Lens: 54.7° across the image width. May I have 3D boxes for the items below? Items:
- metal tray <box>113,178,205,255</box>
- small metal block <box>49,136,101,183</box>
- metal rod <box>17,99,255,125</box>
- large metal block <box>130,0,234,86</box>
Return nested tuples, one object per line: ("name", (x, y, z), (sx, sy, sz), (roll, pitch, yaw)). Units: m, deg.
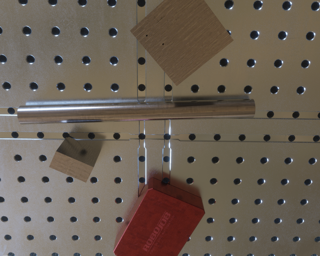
("metal tray", (-0.003, 0.148, 0.466), (0.090, 0.030, 0.129), (25, 108, -9))
("small metal block", (-0.112, 0.041, 0.414), (0.050, 0.050, 0.025), (25, 108, -10))
("metal rod", (-0.030, -0.021, 0.405), (0.302, 0.025, 0.025), (-2, 110, 0))
("large metal block", (0.024, -0.109, 0.360), (0.080, 0.050, 0.080), (-38, 106, 12))
